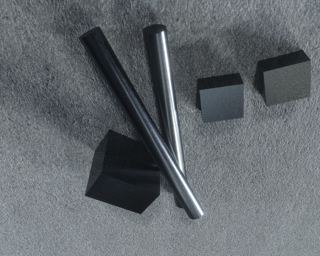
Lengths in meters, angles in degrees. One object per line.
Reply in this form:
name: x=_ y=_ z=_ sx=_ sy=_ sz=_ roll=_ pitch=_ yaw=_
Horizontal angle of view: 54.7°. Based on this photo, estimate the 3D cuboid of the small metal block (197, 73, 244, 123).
small metal block: x=0.074 y=-0.036 z=0.378 sx=0.050 sy=0.025 sz=0.050 roll=-8 pitch=130 yaw=6

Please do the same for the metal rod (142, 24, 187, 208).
metal rod: x=0.016 y=0.010 z=0.415 sx=0.025 sy=0.025 sz=0.298 roll=-7 pitch=130 yaw=5

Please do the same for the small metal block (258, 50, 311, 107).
small metal block: x=0.145 y=-0.057 z=0.361 sx=0.050 sy=0.025 sz=0.050 roll=-13 pitch=129 yaw=10

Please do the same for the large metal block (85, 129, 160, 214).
large metal block: x=-0.048 y=0.059 z=0.421 sx=0.080 sy=0.080 sz=0.050 roll=25 pitch=126 yaw=-20

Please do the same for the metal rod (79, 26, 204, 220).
metal rod: x=-0.010 y=0.014 z=0.395 sx=0.025 sy=0.025 sz=0.299 roll=-20 pitch=121 yaw=16
